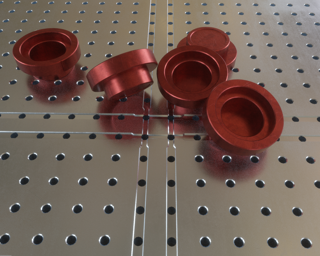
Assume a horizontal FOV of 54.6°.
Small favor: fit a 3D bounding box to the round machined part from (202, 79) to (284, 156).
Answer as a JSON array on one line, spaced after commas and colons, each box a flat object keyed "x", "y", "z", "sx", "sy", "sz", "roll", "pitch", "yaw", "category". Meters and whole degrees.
[{"x": 0.101, "y": -0.010, "z": 0.395, "sx": 0.099, "sy": 0.042, "sz": 0.098, "roll": 4, "pitch": 64, "yaw": -8, "category": "round machined part"}]

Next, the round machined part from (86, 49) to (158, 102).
[{"x": -0.048, "y": -0.069, "z": 0.431, "sx": 0.099, "sy": 0.098, "sz": 0.042, "roll": -23, "pitch": 90, "yaw": -18, "category": "round machined part"}]

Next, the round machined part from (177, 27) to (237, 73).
[{"x": 0.076, "y": -0.128, "z": 0.505, "sx": 0.099, "sy": 0.042, "sz": 0.098, "roll": 0, "pitch": 50, "yaw": 0, "category": "round machined part"}]

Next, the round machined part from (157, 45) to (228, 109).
[{"x": 0.046, "y": -0.069, "z": 0.447, "sx": 0.098, "sy": 0.042, "sz": 0.098, "roll": -1, "pitch": 61, "yaw": 2, "category": "round machined part"}]

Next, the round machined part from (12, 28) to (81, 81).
[{"x": -0.175, "y": -0.113, "z": 0.491, "sx": 0.099, "sy": 0.042, "sz": 0.098, "roll": 0, "pitch": 50, "yaw": 0, "category": "round machined part"}]
